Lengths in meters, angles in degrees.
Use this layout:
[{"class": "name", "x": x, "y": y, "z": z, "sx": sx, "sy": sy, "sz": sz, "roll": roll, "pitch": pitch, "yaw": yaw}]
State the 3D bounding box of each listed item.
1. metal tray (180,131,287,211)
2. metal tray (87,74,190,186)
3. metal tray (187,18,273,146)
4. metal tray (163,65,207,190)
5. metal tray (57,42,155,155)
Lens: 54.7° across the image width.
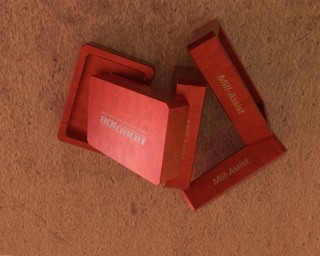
[{"class": "metal tray", "x": 0.097, "y": 0.056, "z": 0.398, "sx": 0.130, "sy": 0.090, "sz": 0.030, "roll": -36, "pitch": 71, "yaw": 12}, {"class": "metal tray", "x": -0.031, "y": -0.004, "z": 0.349, "sx": 0.130, "sy": 0.030, "sz": 0.089, "roll": 24, "pitch": 116, "yaw": 38}, {"class": "metal tray", "x": 0.082, "y": -0.055, "z": 0.355, "sx": 0.030, "sy": 0.090, "sz": 0.130, "roll": -27, "pitch": 109, "yaw": 24}, {"class": "metal tray", "x": 0.026, "y": -0.003, "z": 0.376, "sx": 0.030, "sy": 0.090, "sz": 0.129, "roll": 6, "pitch": 111, "yaw": -3}, {"class": "metal tray", "x": -0.069, "y": -0.033, "z": 0.395, "sx": 0.091, "sy": 0.030, "sz": 0.129, "roll": 19, "pitch": 109, "yaw": -7}]
